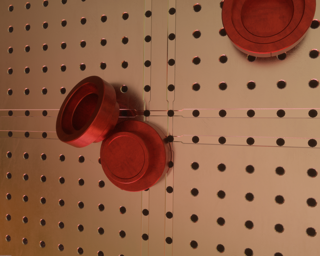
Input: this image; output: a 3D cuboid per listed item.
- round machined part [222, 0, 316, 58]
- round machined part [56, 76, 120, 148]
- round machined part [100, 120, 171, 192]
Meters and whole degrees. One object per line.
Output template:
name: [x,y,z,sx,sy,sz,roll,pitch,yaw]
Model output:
round machined part: [0.124,-0.131,0.360,0.098,0.042,0.097,0,90,20]
round machined part: [-0.094,-0.018,0.422,0.098,0.042,0.098,-22,53,33]
round machined part: [-0.039,0.038,0.418,0.098,0.042,0.097,0,90,20]
